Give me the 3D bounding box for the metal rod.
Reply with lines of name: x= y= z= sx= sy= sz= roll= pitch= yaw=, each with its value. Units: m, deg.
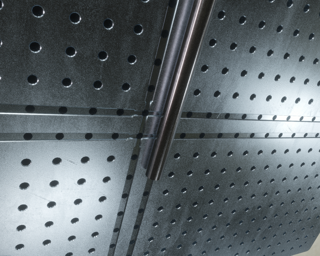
metal rod: x=0.028 y=-0.062 z=0.389 sx=0.025 sy=0.025 sz=0.298 roll=1 pitch=118 yaw=-30
